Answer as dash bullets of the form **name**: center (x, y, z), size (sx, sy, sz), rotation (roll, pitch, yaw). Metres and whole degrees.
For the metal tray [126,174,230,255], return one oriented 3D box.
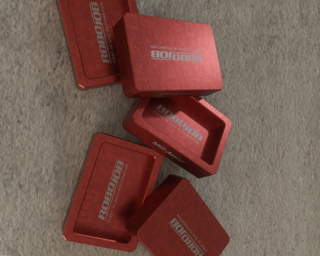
- **metal tray**: center (0.028, 0.135, 0.399), size (0.090, 0.030, 0.130), rotation (-46, 117, -22)

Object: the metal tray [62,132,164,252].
- **metal tray**: center (-0.057, 0.079, 0.386), size (0.091, 0.030, 0.129), rotation (19, 84, -20)

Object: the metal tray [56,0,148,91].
- **metal tray**: center (-0.070, -0.118, 0.380), size (0.091, 0.030, 0.129), rotation (-14, 95, -20)

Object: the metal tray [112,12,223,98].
- **metal tray**: center (0.013, -0.085, 0.378), size (0.131, 0.030, 0.090), rotation (-5, 82, -34)

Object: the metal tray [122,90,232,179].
- **metal tray**: center (0.027, -0.005, 0.400), size (0.130, 0.030, 0.090), rotation (35, 57, -17)
